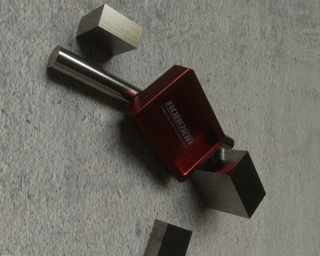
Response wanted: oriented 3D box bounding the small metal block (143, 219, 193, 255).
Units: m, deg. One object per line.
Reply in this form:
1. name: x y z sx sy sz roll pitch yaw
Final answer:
1. small metal block: 0.012 0.156 0.417 0.050 0.025 0.050 31 70 -36

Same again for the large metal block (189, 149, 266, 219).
1. large metal block: 0.095 0.077 0.452 0.050 0.080 0.080 -43 116 -32

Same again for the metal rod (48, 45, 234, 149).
1. metal rod: 0.001 -0.023 0.407 0.302 0.025 0.025 25 75 -38

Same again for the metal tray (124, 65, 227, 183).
1. metal tray: 0.025 -0.003 0.395 0.090 0.030 0.130 -42 126 -13

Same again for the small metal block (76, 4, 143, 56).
1. small metal block: -0.056 -0.106 0.343 0.050 0.050 0.025 22 76 -38
